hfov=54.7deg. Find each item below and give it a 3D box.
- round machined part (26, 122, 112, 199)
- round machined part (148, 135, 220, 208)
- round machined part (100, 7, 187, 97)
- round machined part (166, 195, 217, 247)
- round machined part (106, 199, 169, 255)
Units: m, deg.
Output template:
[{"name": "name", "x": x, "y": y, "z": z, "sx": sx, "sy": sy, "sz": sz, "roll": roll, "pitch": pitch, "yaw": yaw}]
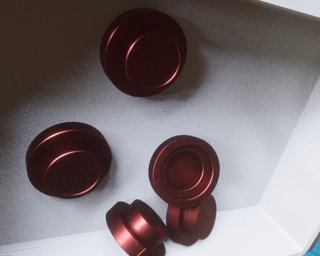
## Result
[{"name": "round machined part", "x": -0.104, "y": 0.045, "z": 0.368, "sx": 0.099, "sy": 0.042, "sz": 0.097, "roll": -14, "pitch": 124, "yaw": -21}, {"name": "round machined part", "x": 0.030, "y": 0.058, "z": 0.435, "sx": 0.099, "sy": 0.042, "sz": 0.097, "roll": -2, "pitch": 96, "yaw": -19}, {"name": "round machined part", "x": -0.013, "y": -0.078, "z": 0.342, "sx": 0.099, "sy": 0.042, "sz": 0.097, "roll": -14, "pitch": 124, "yaw": -21}, {"name": "round machined part", "x": 0.054, "y": 0.133, "z": 0.478, "sx": 0.099, "sy": 0.042, "sz": 0.097, "roll": -8, "pitch": 100, "yaw": -55}, {"name": "round machined part", "x": -0.026, "y": 0.139, "z": 0.433, "sx": 0.042, "sy": 0.098, "sz": 0.098, "roll": -45, "pitch": 129, "yaw": 3}]
